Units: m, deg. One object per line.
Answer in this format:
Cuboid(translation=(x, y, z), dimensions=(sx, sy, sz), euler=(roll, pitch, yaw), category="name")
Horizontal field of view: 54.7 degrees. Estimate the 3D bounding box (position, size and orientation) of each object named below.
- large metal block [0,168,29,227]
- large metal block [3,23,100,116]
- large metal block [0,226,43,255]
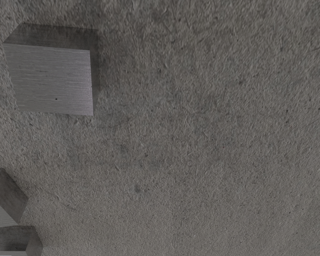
Cuboid(translation=(-0.270, 0.113, 0.484), dimensions=(0.080, 0.050, 0.080), euler=(-10, 130, 8), category="large metal block")
Cuboid(translation=(-0.111, -0.063, 0.336), dimensions=(0.081, 0.050, 0.079), euler=(4, 130, -4), category="large metal block")
Cuboid(translation=(-0.275, 0.228, 0.582), dimensions=(0.081, 0.050, 0.079), euler=(1, 130, -1), category="large metal block")
